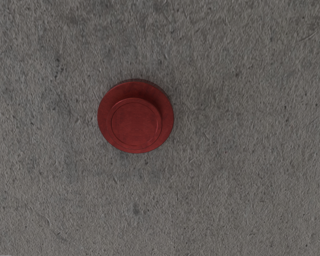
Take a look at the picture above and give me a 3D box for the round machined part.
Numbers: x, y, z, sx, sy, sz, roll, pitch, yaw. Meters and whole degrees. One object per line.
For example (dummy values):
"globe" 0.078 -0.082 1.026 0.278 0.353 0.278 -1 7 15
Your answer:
"round machined part" -0.031 -0.011 0.396 0.099 0.042 0.097 0 110 0
